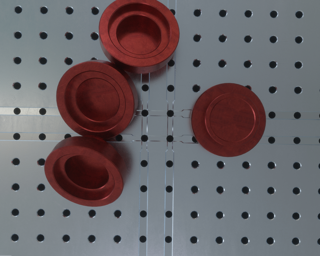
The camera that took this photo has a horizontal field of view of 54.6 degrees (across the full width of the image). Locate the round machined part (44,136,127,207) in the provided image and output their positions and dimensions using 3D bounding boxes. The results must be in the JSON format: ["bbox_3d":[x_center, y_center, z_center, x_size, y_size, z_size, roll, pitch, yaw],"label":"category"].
[{"bbox_3d":[-0.089,0.050,0.390,0.098,0.042,0.097,5,124,7],"label":"round machined part"}]

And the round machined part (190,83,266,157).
[{"bbox_3d":[0.090,-0.011,0.405,0.099,0.042,0.097,0,90,0],"label":"round machined part"}]

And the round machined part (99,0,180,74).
[{"bbox_3d":[-0.027,-0.114,0.396,0.099,0.042,0.098,2,76,-9],"label":"round machined part"}]

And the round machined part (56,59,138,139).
[{"bbox_3d":[-0.076,-0.038,0.394,0.098,0.042,0.097,2,109,7],"label":"round machined part"}]
